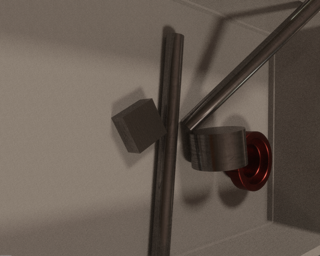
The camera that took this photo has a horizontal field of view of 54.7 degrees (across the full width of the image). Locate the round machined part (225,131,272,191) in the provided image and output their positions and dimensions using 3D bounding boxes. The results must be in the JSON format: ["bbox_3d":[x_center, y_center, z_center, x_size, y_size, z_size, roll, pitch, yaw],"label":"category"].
[{"bbox_3d":[0.143,0.054,0.519,0.099,0.042,0.097,0,90,-40],"label":"round machined part"}]

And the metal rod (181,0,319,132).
[{"bbox_3d":[0.146,-0.106,0.441,0.300,0.025,0.025,-44,121,1],"label":"metal rod"}]

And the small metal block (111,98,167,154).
[{"bbox_3d":[-0.025,-0.003,0.388,0.050,0.025,0.050,-37,113,-34],"label":"small metal block"}]

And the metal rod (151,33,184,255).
[{"bbox_3d":[0.011,0.022,0.417,0.025,0.025,0.298,7,86,-40],"label":"metal rod"}]

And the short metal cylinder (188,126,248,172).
[{"bbox_3d":[0.083,0.028,0.443,0.081,0.080,0.050,-11,98,-40],"label":"short metal cylinder"}]
